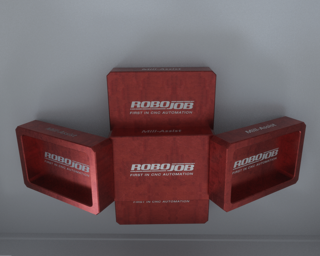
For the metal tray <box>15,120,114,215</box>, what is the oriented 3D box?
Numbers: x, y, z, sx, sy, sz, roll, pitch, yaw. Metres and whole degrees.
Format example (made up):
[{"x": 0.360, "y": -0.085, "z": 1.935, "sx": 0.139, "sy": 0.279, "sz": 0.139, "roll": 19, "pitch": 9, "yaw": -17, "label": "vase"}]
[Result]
[{"x": -0.120, "y": 0.046, "z": 0.390, "sx": 0.130, "sy": 0.030, "sz": 0.089, "roll": 12, "pitch": 114, "yaw": 26, "label": "metal tray"}]

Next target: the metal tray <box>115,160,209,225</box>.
[{"x": 0.003, "y": 0.090, "z": 0.439, "sx": 0.131, "sy": 0.030, "sz": 0.089, "roll": -1, "pitch": 110, "yaw": -1, "label": "metal tray"}]

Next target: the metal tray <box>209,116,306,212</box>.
[{"x": 0.123, "y": 0.042, "z": 0.390, "sx": 0.131, "sy": 0.030, "sz": 0.089, "roll": -13, "pitch": 113, "yaw": -27, "label": "metal tray"}]

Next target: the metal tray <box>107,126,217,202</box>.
[{"x": 0.003, "y": 0.046, "z": 0.392, "sx": 0.131, "sy": 0.030, "sz": 0.089, "roll": -1, "pitch": 110, "yaw": 0, "label": "metal tray"}]

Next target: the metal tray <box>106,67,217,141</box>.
[{"x": 0.002, "y": -0.030, "z": 0.395, "sx": 0.131, "sy": 0.030, "sz": 0.089, "roll": -1, "pitch": 110, "yaw": -1, "label": "metal tray"}]
